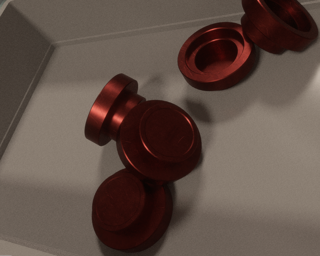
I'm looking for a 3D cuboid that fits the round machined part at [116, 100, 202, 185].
[{"bbox_3d":[0.004,0.012,0.349,0.099,0.042,0.098,8,66,-19],"label":"round machined part"}]

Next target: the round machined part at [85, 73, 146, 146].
[{"bbox_3d":[-0.052,-0.018,0.405,0.042,0.098,0.098,28,75,6],"label":"round machined part"}]

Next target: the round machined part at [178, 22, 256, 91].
[{"bbox_3d":[0.076,-0.089,0.408,0.098,0.042,0.098,-13,56,20],"label":"round machined part"}]

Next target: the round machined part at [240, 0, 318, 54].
[{"bbox_3d":[0.139,-0.129,0.378,0.042,0.099,0.098,-50,37,47],"label":"round machined part"}]

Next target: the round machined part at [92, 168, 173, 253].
[{"bbox_3d":[-0.038,0.089,0.359,0.098,0.042,0.098,-13,56,20],"label":"round machined part"}]
